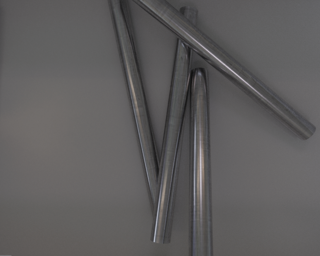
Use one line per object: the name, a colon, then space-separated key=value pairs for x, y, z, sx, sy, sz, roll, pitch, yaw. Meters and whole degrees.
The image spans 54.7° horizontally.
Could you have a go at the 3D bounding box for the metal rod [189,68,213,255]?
metal rod: x=0.045 y=0.062 z=0.349 sx=0.025 sy=0.025 sz=0.299 roll=3 pitch=64 yaw=0

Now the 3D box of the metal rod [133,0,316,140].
metal rod: x=0.079 y=-0.083 z=0.390 sx=0.301 sy=0.025 sz=0.025 roll=37 pitch=90 yaw=-9

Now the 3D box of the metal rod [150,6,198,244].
metal rod: x=0.019 y=-0.008 z=0.396 sx=0.025 sy=0.025 sz=0.298 roll=7 pitch=84 yaw=0

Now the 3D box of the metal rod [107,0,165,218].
metal rod: x=-0.028 y=-0.030 z=0.410 sx=0.025 sy=0.025 sz=0.298 roll=-12 pitch=90 yaw=0
